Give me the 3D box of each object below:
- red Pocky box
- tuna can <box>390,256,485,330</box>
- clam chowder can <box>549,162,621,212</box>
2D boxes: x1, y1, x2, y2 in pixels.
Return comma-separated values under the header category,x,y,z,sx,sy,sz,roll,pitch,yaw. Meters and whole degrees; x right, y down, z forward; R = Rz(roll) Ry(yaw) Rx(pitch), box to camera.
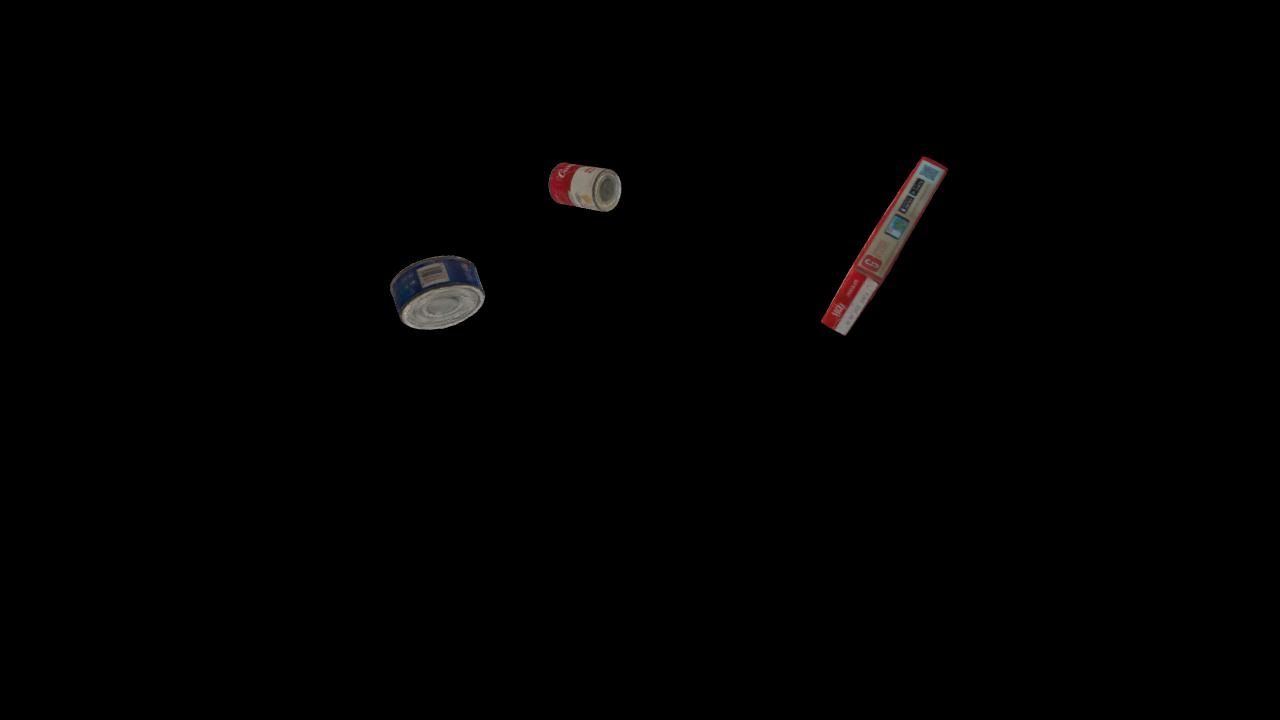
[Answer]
category,x,y,z,sx,sy,sz,roll,pitch,yaw
red Pocky box,0.212,-0.099,0.537,0.028,0.155,0.083,31,-26,14
tuna can,-0.194,-0.063,0.596,0.084,0.034,0.084,-22,-18,-7
clam chowder can,-0.089,-0.279,0.993,0.102,0.068,0.068,20,12,34
